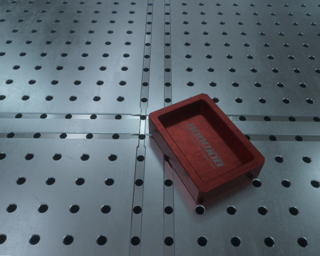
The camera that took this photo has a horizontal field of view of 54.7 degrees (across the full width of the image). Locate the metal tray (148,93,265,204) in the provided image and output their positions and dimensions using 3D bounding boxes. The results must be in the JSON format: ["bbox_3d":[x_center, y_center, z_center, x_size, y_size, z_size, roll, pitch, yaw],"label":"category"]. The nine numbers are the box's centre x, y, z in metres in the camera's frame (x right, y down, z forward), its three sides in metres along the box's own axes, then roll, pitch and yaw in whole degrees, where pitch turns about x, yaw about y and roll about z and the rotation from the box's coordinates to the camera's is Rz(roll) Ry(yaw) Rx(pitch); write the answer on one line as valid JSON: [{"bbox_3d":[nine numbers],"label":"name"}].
[{"bbox_3d":[0.053,0.019,0.388,0.091,0.030,0.130,-22,54,-18],"label":"metal tray"}]
